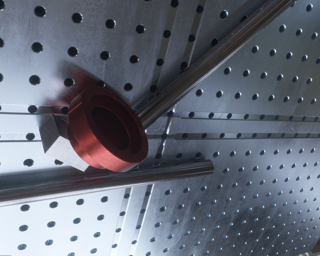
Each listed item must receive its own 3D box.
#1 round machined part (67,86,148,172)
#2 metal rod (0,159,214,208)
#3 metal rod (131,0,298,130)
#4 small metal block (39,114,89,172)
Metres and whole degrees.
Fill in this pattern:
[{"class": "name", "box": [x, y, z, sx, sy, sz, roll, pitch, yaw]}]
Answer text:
[{"class": "round machined part", "box": [-0.061, 0.005, 0.339, 0.042, 0.098, 0.098, -35, 133, 23]}, {"class": "metal rod", "box": [-0.057, 0.071, 0.423, 0.303, 0.025, 0.025, -4, 120, -27]}, {"class": "metal rod", "box": [0.082, -0.100, 0.393, 0.300, 0.025, 0.025, -41, 129, -1]}, {"class": "small metal block", "box": [-0.103, 0.016, 0.348, 0.025, 0.050, 0.050, -49, 129, 7]}]
